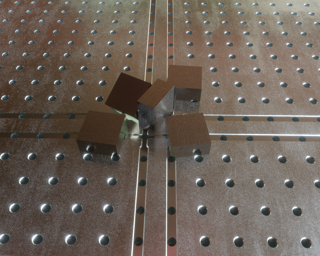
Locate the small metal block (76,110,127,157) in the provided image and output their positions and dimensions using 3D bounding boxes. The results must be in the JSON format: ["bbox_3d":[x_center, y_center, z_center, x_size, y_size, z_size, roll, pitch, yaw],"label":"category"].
[{"bbox_3d":[-0.074,0.007,0.402,0.050,0.025,0.050,7,50,6],"label":"small metal block"}]

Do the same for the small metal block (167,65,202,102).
[{"bbox_3d":[0.036,-0.068,0.465,0.050,0.025,0.050,4,50,3],"label":"small metal block"}]

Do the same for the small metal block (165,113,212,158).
[{"bbox_3d":[0.035,0.009,0.400,0.050,0.025,0.050,-5,50,-5],"label":"small metal block"}]

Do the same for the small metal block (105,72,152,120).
[{"bbox_3d":[-0.039,-0.043,0.427,0.050,0.025,0.050,24,85,24],"label":"small metal block"}]

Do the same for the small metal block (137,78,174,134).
[{"bbox_3d":[-0.005,-0.029,0.416,0.025,0.050,0.050,25,55,19],"label":"small metal block"}]
